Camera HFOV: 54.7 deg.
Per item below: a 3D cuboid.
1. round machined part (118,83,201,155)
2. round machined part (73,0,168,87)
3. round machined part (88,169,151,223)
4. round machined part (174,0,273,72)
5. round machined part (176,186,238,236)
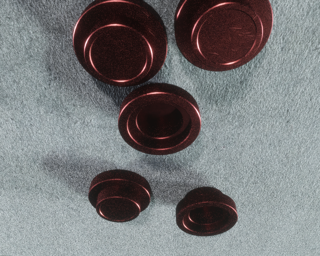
[{"bbox_3d":[-0.001,-0.015,0.383,0.099,0.042,0.097,0,130,0],"label":"round machined part"},{"bbox_3d":[-0.041,-0.084,0.324,0.099,0.042,0.097,0,130,0],"label":"round machined part"},{"bbox_3d":[-0.064,0.114,0.492,0.099,0.042,0.097,0,130,0],"label":"round machined part"},{"bbox_3d":[0.064,-0.099,0.312,0.099,0.042,0.097,0,130,0],"label":"round machined part"},{"bbox_3d":[0.075,0.134,0.511,0.099,0.042,0.097,0,130,0],"label":"round machined part"}]
